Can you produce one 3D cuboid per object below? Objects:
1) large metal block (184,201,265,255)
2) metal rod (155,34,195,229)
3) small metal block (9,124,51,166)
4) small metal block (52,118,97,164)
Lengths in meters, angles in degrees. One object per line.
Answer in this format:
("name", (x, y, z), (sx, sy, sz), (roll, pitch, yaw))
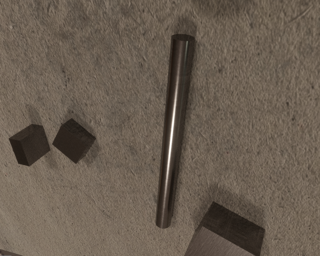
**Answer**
("large metal block", (0.091, 0.165, 0.444), (0.080, 0.050, 0.079), (27, 128, 10))
("metal rod", (0.015, 0.027, 0.414), (0.025, 0.025, 0.298), (17, 125, 18))
("small metal block", (-0.217, 0.028, 0.520), (0.025, 0.050, 0.050), (8, 122, 23))
("small metal block", (-0.136, 0.021, 0.489), (0.050, 0.025, 0.050), (40, 129, 0))
